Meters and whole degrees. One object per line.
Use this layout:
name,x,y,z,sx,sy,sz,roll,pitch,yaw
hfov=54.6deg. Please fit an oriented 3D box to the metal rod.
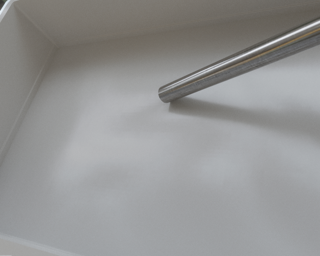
metal rod,0.103,-0.076,0.323,0.299,0.025,0.025,-17,51,48
